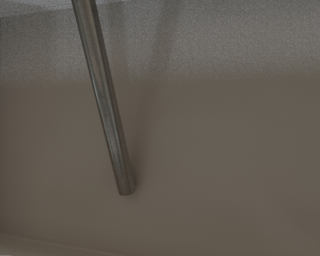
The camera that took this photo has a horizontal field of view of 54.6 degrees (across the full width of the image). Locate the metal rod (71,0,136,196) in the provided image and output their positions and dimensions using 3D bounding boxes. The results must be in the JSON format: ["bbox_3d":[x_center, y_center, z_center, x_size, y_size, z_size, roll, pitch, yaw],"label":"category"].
[{"bbox_3d":[-0.068,-0.049,0.372,0.025,0.025,0.298,-1,114,20],"label":"metal rod"}]
